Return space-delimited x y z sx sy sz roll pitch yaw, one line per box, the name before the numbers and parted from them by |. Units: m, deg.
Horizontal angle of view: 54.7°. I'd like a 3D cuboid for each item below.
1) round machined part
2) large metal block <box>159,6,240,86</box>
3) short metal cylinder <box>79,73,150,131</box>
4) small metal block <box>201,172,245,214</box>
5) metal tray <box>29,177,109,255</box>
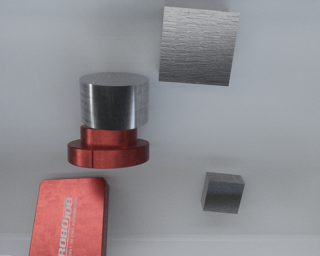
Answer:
round machined part | -0.062 0.017 0.380 0.099 0.098 0.042 1 97 -1
large metal block | 0.041 -0.096 0.363 0.081 0.050 0.079 4 110 -2
short metal cylinder | -0.053 -0.034 0.369 0.081 0.080 0.050 2 110 -1
small metal block | 0.090 0.094 0.447 0.050 0.025 0.050 6 110 -3
metal tray | -0.117 0.133 0.409 0.091 0.130 0.030 -2 151 0
